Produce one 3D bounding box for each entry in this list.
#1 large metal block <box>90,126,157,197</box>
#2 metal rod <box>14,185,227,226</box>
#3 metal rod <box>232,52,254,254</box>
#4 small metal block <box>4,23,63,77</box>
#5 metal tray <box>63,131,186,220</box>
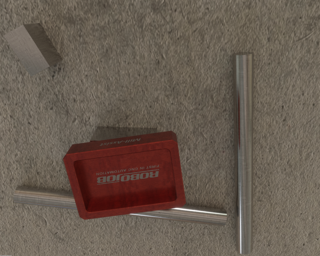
[{"bbox_3d":[-0.046,0.045,0.412,0.081,0.050,0.079,2,110,-1],"label":"large metal block"},{"bbox_3d":[-0.054,0.114,0.450,0.302,0.025,0.025,7,110,-4],"label":"metal rod"},{"bbox_3d":[0.116,0.048,0.429,0.025,0.025,0.298,-6,110,1],"label":"metal rod"},{"bbox_3d":[-0.145,-0.092,0.360,0.025,0.050,0.050,-26,108,9],"label":"small metal block"},{"bbox_3d":[-0.039,0.058,0.374,0.131,0.030,0.089,-8,110,2],"label":"metal tray"}]
